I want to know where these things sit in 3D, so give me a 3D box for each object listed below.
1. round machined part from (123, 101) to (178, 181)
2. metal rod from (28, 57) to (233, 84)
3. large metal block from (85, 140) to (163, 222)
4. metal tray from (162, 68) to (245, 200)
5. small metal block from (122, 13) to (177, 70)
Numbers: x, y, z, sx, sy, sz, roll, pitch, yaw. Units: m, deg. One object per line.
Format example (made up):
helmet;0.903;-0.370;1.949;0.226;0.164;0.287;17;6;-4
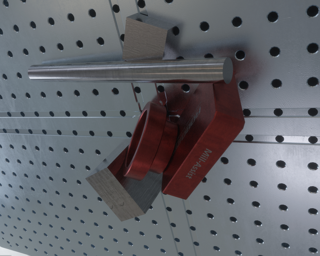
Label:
round machined part;-0.010;0.019;0.387;0.042;0.098;0.097;20;129;-11
metal rod;-0.060;-0.068;0.375;0.300;0.025;0.025;6;122;34
large metal block;-0.044;0.071;0.443;0.050;0.080;0.080;-29;103;37
metal tray;0.042;0.008;0.348;0.030;0.090;0.129;20;129;-11
small metal block;-0.013;-0.099;0.357;0.050;0.025;0.050;22;127;14
